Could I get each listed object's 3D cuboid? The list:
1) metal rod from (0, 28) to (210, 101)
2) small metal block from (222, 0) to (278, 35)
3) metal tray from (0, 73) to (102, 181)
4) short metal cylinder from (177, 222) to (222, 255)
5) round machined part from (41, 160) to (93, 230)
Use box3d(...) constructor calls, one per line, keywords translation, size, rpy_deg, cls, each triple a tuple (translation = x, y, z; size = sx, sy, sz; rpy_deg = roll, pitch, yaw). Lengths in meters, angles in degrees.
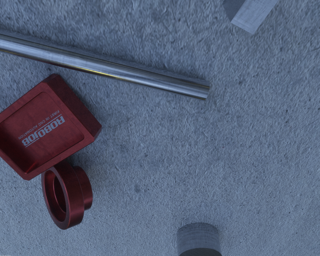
box3d(translation=(-0.090, -0.076, 0.341), size=(0.302, 0.025, 0.025), rpy_deg=(12, 129, -11), cls="metal rod")
box3d(translation=(0.086, -0.123, 0.287), size=(0.025, 0.050, 0.050), rpy_deg=(22, 127, -18), cls="small metal block")
box3d(translation=(-0.151, 0.003, 0.390), size=(0.130, 0.030, 0.090), rpy_deg=(-30, 109, 22), cls="metal tray")
box3d(translation=(0.072, 0.221, 0.580), size=(0.081, 0.050, 0.079), rpy_deg=(0, 130, 0), cls="short metal cylinder")
box3d(translation=(-0.133, 0.092, 0.450), size=(0.042, 0.098, 0.097), rpy_deg=(-12, 141, -39), cls="round machined part")
